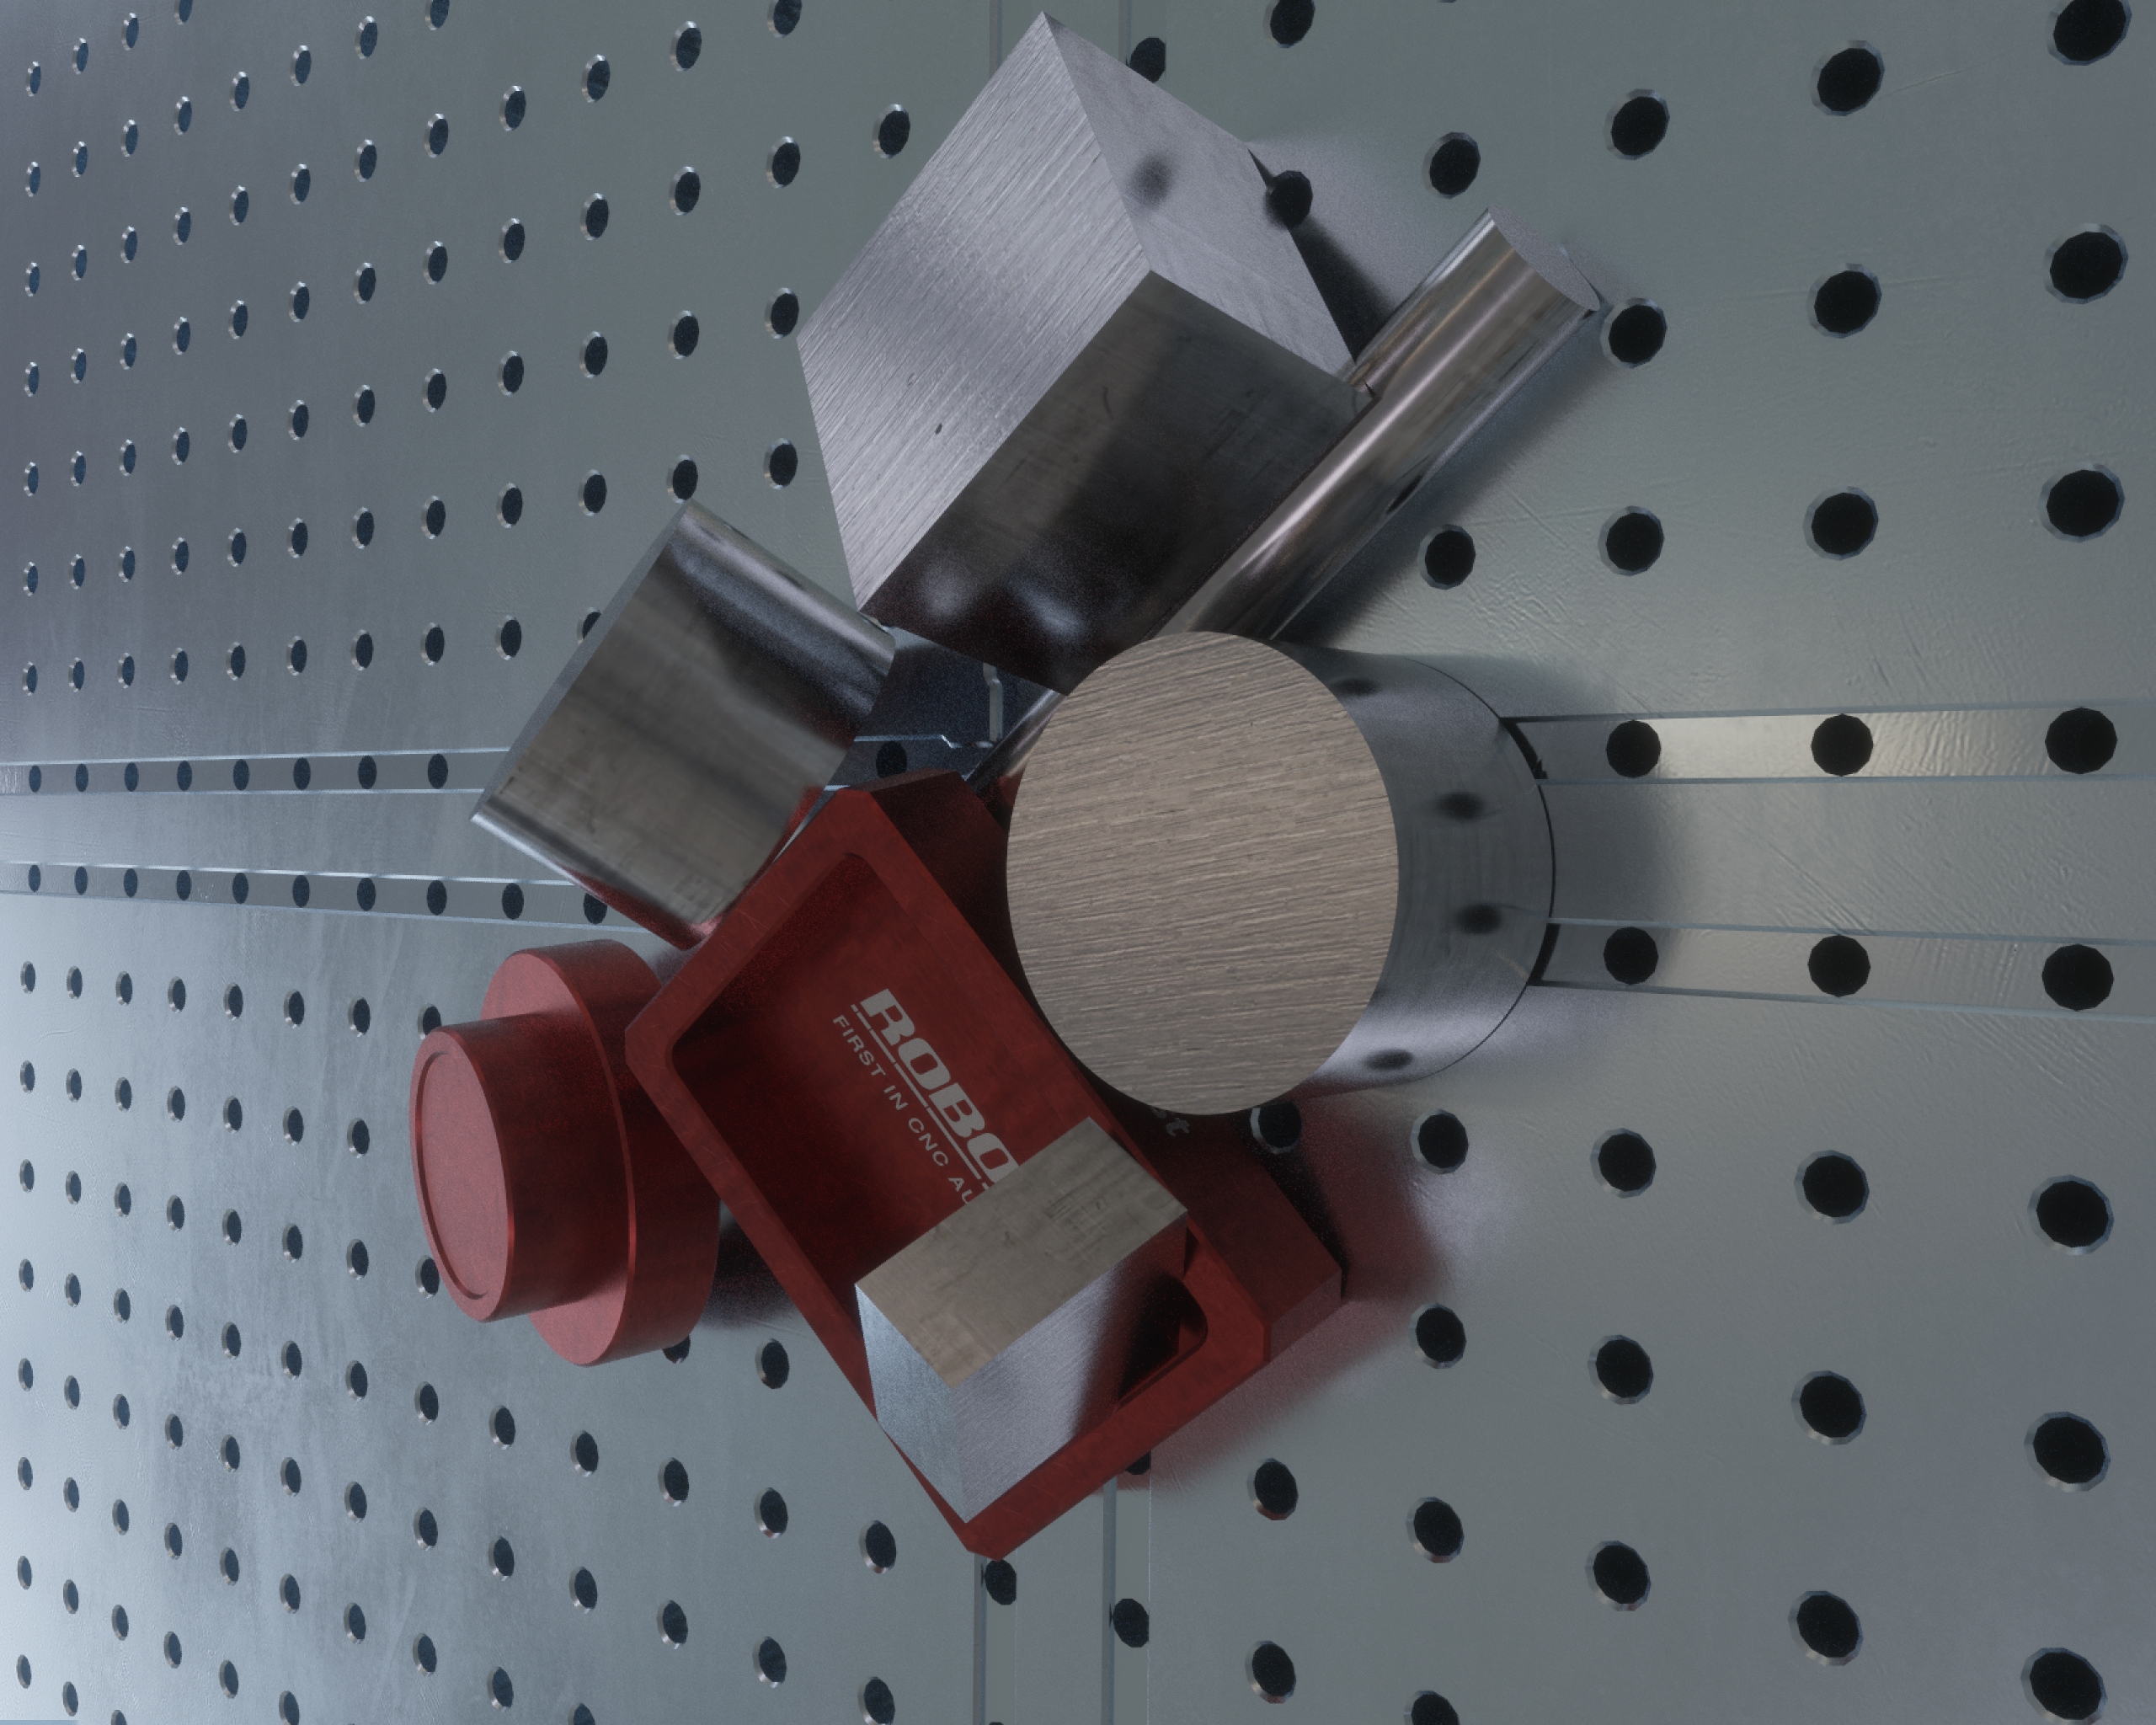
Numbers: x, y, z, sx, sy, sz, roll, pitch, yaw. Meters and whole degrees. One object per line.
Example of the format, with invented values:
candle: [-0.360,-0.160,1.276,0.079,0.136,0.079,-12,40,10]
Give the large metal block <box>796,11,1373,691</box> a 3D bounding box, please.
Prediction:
large metal block: [-0.003,-0.091,0.380,0.080,0.050,0.080,-44,44,31]

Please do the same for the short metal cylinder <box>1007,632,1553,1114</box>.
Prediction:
short metal cylinder: [0.034,0.002,0.364,0.080,0.050,0.079,0,90,40]

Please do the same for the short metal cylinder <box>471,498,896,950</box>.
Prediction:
short metal cylinder: [-0.082,-0.029,0.434,0.080,0.050,0.080,-49,18,22]

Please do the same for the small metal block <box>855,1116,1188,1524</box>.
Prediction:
small metal block: [-0.009,0.080,0.362,0.025,0.050,0.050,41,150,30]

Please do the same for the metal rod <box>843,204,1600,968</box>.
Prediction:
metal rod: [-0.013,-0.009,0.422,0.299,0.025,0.025,-45,63,31]

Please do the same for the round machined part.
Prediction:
round machined part: [-0.124,0.068,0.483,0.098,0.042,0.097,14,107,54]

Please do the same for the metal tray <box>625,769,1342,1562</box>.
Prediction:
metal tray: [-0.022,0.058,0.406,0.090,0.030,0.130,-45,76,31]
